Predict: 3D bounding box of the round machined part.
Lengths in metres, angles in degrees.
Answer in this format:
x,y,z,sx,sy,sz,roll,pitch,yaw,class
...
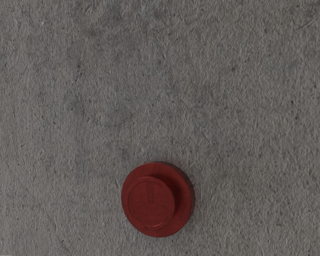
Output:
x,y,z,sx,sy,sz,roll,pitch,yaw,class
-0.007,0.094,0.402,0.098,0.042,0.097,0,90,20,round machined part
